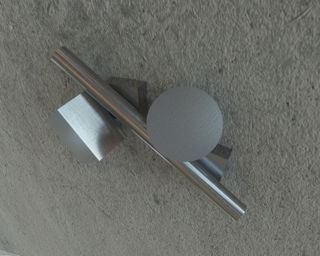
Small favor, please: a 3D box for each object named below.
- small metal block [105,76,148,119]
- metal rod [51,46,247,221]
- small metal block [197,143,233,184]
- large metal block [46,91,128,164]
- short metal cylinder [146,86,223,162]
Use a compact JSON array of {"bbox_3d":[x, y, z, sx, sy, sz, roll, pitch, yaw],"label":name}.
[{"bbox_3d":[-0.044,-0.038,0.407,0.050,0.025,0.050,12,123,21],"label":"small metal block"},{"bbox_3d":[-0.013,0.007,0.386,0.300,0.025,0.025,41,129,-1],"label":"metal rod"},{"bbox_3d":[0.061,0.043,0.403,0.050,0.025,0.050,22,127,14],"label":"small metal block"},{"bbox_3d":[-0.102,0.001,0.423,0.080,0.050,0.080,53,151,-11],"label":"large metal block"},{"bbox_3d":[0.025,-0.004,0.349,0.081,0.050,0.079,0,89,-2],"label":"short metal cylinder"}]
